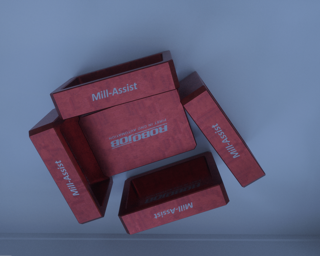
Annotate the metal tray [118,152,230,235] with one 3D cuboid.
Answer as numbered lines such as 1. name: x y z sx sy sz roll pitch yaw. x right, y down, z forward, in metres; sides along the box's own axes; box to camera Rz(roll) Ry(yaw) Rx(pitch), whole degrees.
1. metal tray: 0.016 0.081 0.405 0.131 0.090 0.030 -19 109 6

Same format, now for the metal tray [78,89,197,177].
1. metal tray: -0.027 0.002 0.406 0.131 0.030 0.090 -19 109 6

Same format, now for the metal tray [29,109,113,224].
1. metal tray: -0.104 0.041 0.388 0.030 0.090 0.129 -20 109 7

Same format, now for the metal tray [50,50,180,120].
1. metal tray: -0.047 -0.052 0.354 0.131 0.090 0.030 -15 110 5

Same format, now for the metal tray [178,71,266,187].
1. metal tray: 0.071 -0.001 0.376 0.030 0.090 0.130 -34 107 12
